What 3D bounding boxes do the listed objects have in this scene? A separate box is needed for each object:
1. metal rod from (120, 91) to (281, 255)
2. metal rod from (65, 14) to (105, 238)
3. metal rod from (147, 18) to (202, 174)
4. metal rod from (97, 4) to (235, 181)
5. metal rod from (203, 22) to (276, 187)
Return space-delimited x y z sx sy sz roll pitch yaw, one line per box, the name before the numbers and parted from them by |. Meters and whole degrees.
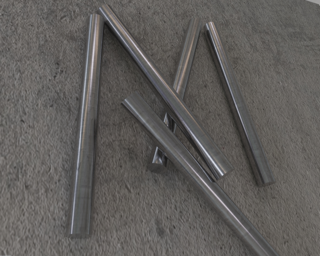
metal rod | 0.062 0.077 0.367 0.300 0.025 0.025 49 51 -3
metal rod | -0.085 -0.025 0.373 0.025 0.025 0.299 11 57 -23
metal rod | 0.030 -0.068 0.460 0.025 0.025 0.300 25 53 -13
metal rod | -0.003 -0.061 0.413 0.025 0.025 0.299 -19 64 -35
metal rod | 0.121 -0.052 0.500 0.025 0.025 0.299 1 61 -28
